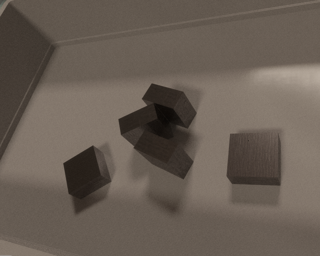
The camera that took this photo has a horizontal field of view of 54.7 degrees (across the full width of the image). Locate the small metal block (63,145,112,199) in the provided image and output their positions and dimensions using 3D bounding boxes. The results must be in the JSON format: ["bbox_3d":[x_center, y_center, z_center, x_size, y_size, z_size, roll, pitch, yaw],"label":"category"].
[{"bbox_3d":[-0.099,0.060,0.419,0.050,0.025,0.050,-31,52,8],"label":"small metal block"}]

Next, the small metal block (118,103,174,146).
[{"bbox_3d":[-0.017,0.000,0.397,0.050,0.050,0.025,-24,54,13],"label":"small metal block"}]

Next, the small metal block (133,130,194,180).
[{"bbox_3d":[0.005,0.032,0.366,0.050,0.050,0.025,21,73,35],"label":"small metal block"}]

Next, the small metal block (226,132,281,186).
[{"bbox_3d":[0.101,0.033,0.332,0.050,0.025,0.050,-3,60,26],"label":"small metal block"}]

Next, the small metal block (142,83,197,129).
[{"bbox_3d":[0.013,-0.028,0.399,0.050,0.050,0.025,20,72,35],"label":"small metal block"}]
